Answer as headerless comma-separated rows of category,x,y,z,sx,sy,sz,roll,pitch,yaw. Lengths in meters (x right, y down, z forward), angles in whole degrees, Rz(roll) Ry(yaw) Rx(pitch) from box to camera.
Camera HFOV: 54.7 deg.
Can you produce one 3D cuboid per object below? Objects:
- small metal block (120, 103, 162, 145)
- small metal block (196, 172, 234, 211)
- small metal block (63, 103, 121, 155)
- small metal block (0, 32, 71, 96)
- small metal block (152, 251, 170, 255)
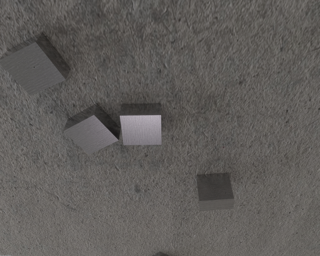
small metal block,-0.023,-0.005,0.403,0.050,0.025,0.050,-1,130,0
small metal block,0.083,0.097,0.474,0.050,0.050,0.025,-5,130,4
small metal block,-0.088,0.002,0.408,0.050,0.025,0.050,-25,126,20
small metal block,-0.138,-0.070,0.346,0.050,0.025,0.050,-20,128,16
small metal block,0.002,0.291,0.655,0.050,0.025,0.050,34,122,-26
